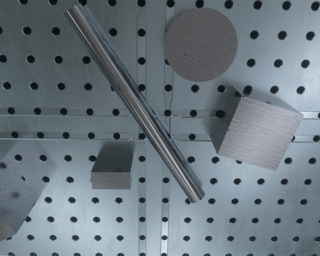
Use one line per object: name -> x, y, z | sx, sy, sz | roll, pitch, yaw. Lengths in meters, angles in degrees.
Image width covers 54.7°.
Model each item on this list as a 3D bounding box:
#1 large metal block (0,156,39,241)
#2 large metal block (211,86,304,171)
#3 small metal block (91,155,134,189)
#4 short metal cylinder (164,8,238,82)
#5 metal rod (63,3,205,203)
large metal block -> -0.222, 0.097, 0.417 | 0.050, 0.080, 0.080 | -27, 108, 9
large metal block -> 0.122, 0.000, 0.402 | 0.080, 0.050, 0.079 | 16, 109, -7
small metal block -> -0.063, 0.059, 0.421 | 0.050, 0.050, 0.025 | 1, 110, -1
short metal cylinder -> 0.045, -0.099, 0.364 | 0.081, 0.050, 0.079 | 0, 110, -1
metal rod -> -0.024, -0.019, 0.406 | 0.025, 0.025, 0.299 | -30, 108, 10
